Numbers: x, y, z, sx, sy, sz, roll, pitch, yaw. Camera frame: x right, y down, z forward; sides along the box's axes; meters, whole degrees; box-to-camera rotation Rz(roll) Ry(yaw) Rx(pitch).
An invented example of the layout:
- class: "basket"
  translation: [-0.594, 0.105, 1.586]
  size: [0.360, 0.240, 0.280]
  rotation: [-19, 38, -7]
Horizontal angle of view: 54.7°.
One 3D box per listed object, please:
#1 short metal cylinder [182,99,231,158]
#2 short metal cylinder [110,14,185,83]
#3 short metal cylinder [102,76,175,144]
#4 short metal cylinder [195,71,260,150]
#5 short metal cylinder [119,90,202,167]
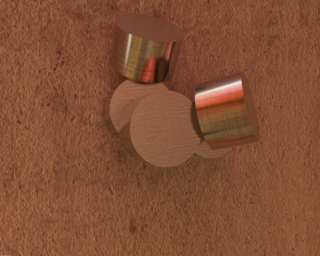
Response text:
- class: "short metal cylinder"
  translation: [0.057, -0.001, 0.419]
  size: [0.081, 0.050, 0.079]
  rotation: [0, 90, -21]
- class: "short metal cylinder"
  translation: [-0.016, -0.096, 0.369]
  size: [0.081, 0.080, 0.050]
  rotation: [0, 129, -20]
- class: "short metal cylinder"
  translation: [-0.028, -0.021, 0.387]
  size: [0.081, 0.050, 0.079]
  rotation: [0, 90, -21]
- class: "short metal cylinder"
  translation: [0.078, -0.019, 0.350]
  size: [0.050, 0.080, 0.080]
  rotation: [-13, 97, 23]
- class: "short metal cylinder"
  translation: [-0.001, 0.001, 0.344]
  size: [0.081, 0.050, 0.079]
  rotation: [0, 90, -21]
